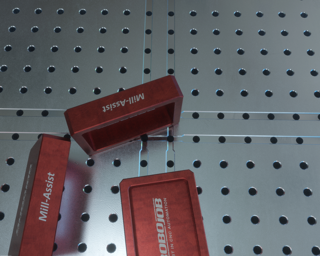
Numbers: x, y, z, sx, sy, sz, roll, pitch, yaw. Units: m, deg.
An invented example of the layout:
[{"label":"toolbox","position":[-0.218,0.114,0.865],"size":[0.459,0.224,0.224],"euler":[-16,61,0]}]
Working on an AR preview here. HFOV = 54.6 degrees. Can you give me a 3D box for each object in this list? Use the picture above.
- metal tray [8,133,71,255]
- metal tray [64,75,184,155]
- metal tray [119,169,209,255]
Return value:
[{"label":"metal tray","position":[-0.135,0.080,0.345],"size":[0.030,0.090,0.130],"euler":[14,67,-27]},{"label":"metal tray","position":[-0.039,-0.013,0.381],"size":[0.131,0.090,0.030],"euler":[-20,71,-7]},{"label":"metal tray","position":[0.005,0.120,0.365],"size":[0.091,0.030,0.130],"euler":[-8,70,-3]}]
